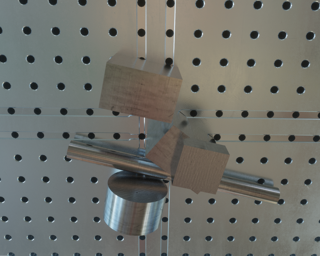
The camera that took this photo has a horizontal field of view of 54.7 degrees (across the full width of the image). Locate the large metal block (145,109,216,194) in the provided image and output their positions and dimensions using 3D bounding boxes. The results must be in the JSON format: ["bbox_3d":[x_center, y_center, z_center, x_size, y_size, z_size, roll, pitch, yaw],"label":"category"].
[{"bbox_3d":[0.030,0.024,0.394,0.080,0.080,0.050,37,106,-13],"label":"large metal block"}]

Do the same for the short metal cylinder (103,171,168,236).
[{"bbox_3d":[-0.034,0.099,0.420,0.081,0.080,0.050,10,110,-4],"label":"short metal cylinder"}]

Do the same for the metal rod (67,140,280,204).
[{"bbox_3d":[0.023,0.064,0.437,0.302,0.025,0.025,14,110,-6],"label":"metal rod"}]

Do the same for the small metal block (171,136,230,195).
[{"bbox_3d":[0.043,0.041,0.344,0.050,0.025,0.050,13,110,-5],"label":"small metal block"}]

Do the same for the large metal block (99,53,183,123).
[{"bbox_3d":[-0.021,-0.050,0.365,0.081,0.080,0.050,12,110,-5],"label":"large metal block"}]
